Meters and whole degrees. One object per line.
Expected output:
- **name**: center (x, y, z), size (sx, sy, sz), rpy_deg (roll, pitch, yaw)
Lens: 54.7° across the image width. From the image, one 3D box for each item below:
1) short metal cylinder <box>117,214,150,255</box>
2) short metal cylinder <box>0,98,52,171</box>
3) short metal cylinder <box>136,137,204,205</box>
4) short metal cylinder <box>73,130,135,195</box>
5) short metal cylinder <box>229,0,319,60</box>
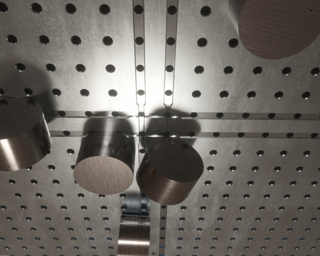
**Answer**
- **short metal cylinder**: center (-0.045, 0.193, 0.539), size (0.050, 0.080, 0.079), rpy_deg (4, 130, -4)
- **short metal cylinder**: center (-0.179, 0.006, 0.378), size (0.081, 0.080, 0.050), rpy_deg (0, 130, -1)
- **short metal cylinder**: center (0.013, 0.058, 0.425), size (0.081, 0.080, 0.050), rpy_deg (15, 129, -13)
- **short metal cylinder**: center (-0.076, 0.050, 0.436), size (0.081, 0.050, 0.079), rpy_deg (-1, 130, 0)
- **short metal cylinder**: center (0.111, -0.114, 0.300), size (0.081, 0.050, 0.079), rpy_deg (-1, 130, 0)
